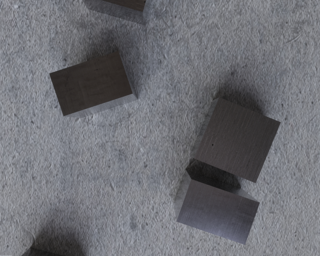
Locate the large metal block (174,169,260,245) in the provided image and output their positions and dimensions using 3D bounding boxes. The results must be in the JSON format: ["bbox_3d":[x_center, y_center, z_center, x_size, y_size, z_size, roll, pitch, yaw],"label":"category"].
[{"bbox_3d":[0.065,0.093,0.383,0.080,0.080,0.050,19,90,0],"label":"large metal block"}]

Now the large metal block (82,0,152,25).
[{"bbox_3d":[-0.048,-0.189,0.397,0.080,0.050,0.080,16,90,0],"label":"large metal block"}]

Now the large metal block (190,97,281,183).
[{"bbox_3d":[0.093,0.015,0.398,0.080,0.050,0.080,22,90,0],"label":"large metal block"}]

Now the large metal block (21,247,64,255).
[{"bbox_3d":[-0.148,0.211,0.396,0.080,0.050,0.080,15,90,0],"label":"large metal block"}]

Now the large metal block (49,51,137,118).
[{"bbox_3d":[-0.076,-0.049,0.382,0.080,0.080,0.050,-18,90,0],"label":"large metal block"}]
